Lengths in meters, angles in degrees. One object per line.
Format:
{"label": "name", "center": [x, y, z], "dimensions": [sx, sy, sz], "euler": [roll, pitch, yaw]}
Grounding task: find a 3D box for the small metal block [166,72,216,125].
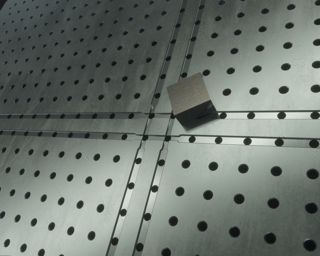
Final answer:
{"label": "small metal block", "center": [0.041, -0.039, 0.412], "dimensions": [0.050, 0.025, 0.050], "euler": [-23, 53, 14]}
